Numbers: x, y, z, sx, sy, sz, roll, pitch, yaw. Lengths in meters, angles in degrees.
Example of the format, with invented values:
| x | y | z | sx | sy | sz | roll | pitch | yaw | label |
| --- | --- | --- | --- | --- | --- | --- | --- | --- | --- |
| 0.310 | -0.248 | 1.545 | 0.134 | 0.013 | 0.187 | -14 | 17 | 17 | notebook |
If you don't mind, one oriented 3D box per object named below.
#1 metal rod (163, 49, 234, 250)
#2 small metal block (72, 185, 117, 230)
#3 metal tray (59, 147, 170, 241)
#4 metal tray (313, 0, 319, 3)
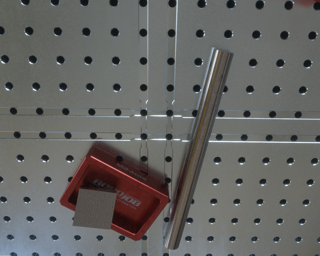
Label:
| x | y | z | sx | sy | sz | roll | pitch | yaw | label |
| --- | --- | --- | --- | --- | --- | --- | --- | --- | --- |
| 0.048 | 0.043 | 0.429 | 0.025 | 0.025 | 0.298 | 11 | 110 | -4 | metal rod |
| -0.089 | 0.109 | 0.426 | 0.050 | 0.025 | 0.050 | 10 | 88 | -12 | small metal block |
| -0.063 | 0.097 | 0.445 | 0.130 | 0.030 | 0.090 | 30 | 107 | -11 | metal tray |
| 0.175 | -0.206 | 0.320 | 0.091 | 0.030 | 0.129 | 19 | 122 | -7 | metal tray |
